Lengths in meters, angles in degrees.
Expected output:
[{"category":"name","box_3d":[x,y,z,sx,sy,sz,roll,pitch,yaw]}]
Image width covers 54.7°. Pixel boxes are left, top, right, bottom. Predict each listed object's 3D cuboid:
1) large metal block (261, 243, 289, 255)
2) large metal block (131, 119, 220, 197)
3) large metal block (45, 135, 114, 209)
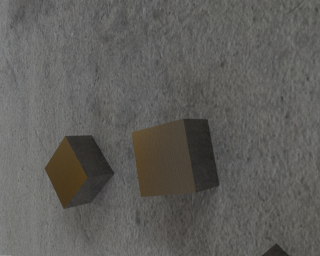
[{"category":"large metal block","box_3d":[0.111,0.175,0.296,0.080,0.050,0.080,44,116,30]},{"category":"large metal block","box_3d":[0.017,0.036,0.373,0.080,0.050,0.080,-15,81,38]},{"category":"large metal block","box_3d":[-0.130,0.068,0.493,0.080,0.050,0.080,-51,61,28]}]
